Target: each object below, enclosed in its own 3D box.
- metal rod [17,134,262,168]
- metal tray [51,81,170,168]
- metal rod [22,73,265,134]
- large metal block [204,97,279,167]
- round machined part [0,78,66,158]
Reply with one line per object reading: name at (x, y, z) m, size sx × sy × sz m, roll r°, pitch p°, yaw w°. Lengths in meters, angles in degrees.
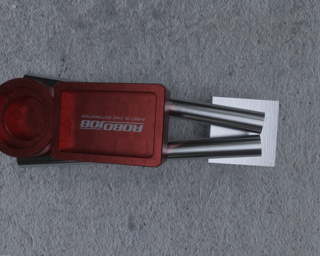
metal rod at (-0.034, 0.030, 0.379) m, size 0.301 × 0.025 × 0.025 m, roll -4°, pitch 90°, yaw 12°
metal tray at (-0.057, -0.006, 0.356) m, size 0.131 × 0.030 × 0.089 m, roll 3°, pitch 90°, yaw 12°
metal rod at (-0.030, -0.033, 0.378) m, size 0.301 × 0.025 × 0.025 m, roll 11°, pitch 90°, yaw 12°
large metal block at (0.101, 0.004, 0.398) m, size 0.081 × 0.050 × 0.079 m, roll 4°, pitch 90°, yaw -1°
round machined part at (-0.166, -0.012, 0.395) m, size 0.098 × 0.042 × 0.097 m, roll 0°, pitch 90°, yaw 10°
